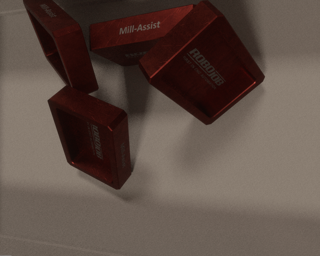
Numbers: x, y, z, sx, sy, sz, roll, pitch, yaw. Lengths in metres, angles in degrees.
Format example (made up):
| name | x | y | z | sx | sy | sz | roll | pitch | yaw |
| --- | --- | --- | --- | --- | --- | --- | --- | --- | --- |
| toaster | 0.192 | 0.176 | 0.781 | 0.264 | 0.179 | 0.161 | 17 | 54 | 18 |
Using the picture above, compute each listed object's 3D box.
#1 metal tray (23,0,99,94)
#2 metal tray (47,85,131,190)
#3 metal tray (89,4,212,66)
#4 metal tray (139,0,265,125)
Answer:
| name | x | y | z | sx | sy | sz | roll | pitch | yaw |
| --- | --- | --- | --- | --- | --- | --- | --- | --- | --- |
| metal tray | -0.127 | -0.107 | 0.395 | 0.030 | 0.089 | 0.130 | -28 | 47 | -19 |
| metal tray | -0.084 | 0.017 | 0.393 | 0.090 | 0.030 | 0.129 | 24 | 141 | 18 |
| metal tray | -0.007 | -0.107 | 0.377 | 0.130 | 0.090 | 0.030 | -4 | 87 | 19 |
| metal tray | 0.051 | -0.061 | 0.336 | 0.090 | 0.130 | 0.030 | -41 | 52 | 15 |
